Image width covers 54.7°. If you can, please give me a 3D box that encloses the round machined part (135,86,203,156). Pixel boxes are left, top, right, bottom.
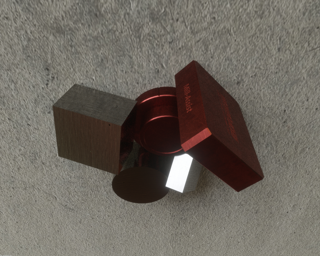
[{"bbox_3d":[0.008,-0.002,0.397,0.099,0.042,0.097,-1,130,0],"label":"round machined part"}]

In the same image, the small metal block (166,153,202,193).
[{"bbox_3d":[0.036,0.060,0.430,0.025,0.050,0.050,17,180,26],"label":"small metal block"}]

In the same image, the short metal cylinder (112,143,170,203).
[{"bbox_3d":[-0.026,0.064,0.447,0.081,0.050,0.079,0,130,0],"label":"short metal cylinder"}]

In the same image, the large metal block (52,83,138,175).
[{"bbox_3d":[-0.077,0.002,0.376,0.080,0.050,0.079,16,130,8],"label":"large metal block"}]

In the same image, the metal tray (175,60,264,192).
[{"bbox_3d":[0.060,-0.007,0.333,0.030,0.130,0.090,-37,121,26],"label":"metal tray"}]
